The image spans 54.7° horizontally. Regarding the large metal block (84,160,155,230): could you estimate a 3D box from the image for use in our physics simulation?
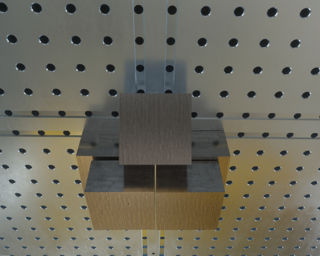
[{"bbox_3d":[-0.047,0.087,0.400,0.081,0.050,0.079,0,130,-1],"label":"large metal block"}]

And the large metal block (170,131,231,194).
[{"bbox_3d":[0.050,0.051,0.439,0.081,0.050,0.079,-1,130,0],"label":"large metal block"}]

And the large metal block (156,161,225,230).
[{"bbox_3d":[0.035,0.089,0.403,0.081,0.050,0.079,0,130,-1],"label":"large metal block"}]

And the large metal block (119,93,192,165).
[{"bbox_3d":[-0.005,0.002,0.370,0.081,0.050,0.080,0,88,-1],"label":"large metal block"}]

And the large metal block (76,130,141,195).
[{"bbox_3d":[-0.068,0.050,0.438,0.081,0.050,0.079,1,130,-2],"label":"large metal block"}]
